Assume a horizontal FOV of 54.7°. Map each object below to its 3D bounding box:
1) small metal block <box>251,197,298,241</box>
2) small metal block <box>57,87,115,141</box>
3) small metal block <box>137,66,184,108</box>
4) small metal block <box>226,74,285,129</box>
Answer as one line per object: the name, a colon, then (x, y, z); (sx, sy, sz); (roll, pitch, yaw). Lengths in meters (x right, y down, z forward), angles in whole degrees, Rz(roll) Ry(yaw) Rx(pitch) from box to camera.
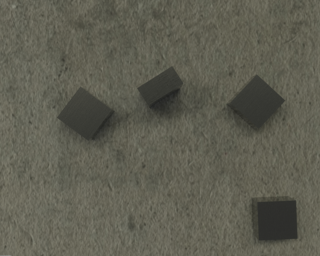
small metal block: (0.152, 0.119, 0.412); (0.050, 0.025, 0.050); (-2, 90, -1)
small metal block: (-0.097, -0.018, 0.409); (0.050, 0.025, 0.050); (37, 90, -1)
small metal block: (0.000, -0.051, 0.397); (0.050, 0.050, 0.025); (-32, 90, 0)
small metal block: (0.126, -0.034, 0.412); (0.050, 0.025, 0.050); (43, 90, -1)
